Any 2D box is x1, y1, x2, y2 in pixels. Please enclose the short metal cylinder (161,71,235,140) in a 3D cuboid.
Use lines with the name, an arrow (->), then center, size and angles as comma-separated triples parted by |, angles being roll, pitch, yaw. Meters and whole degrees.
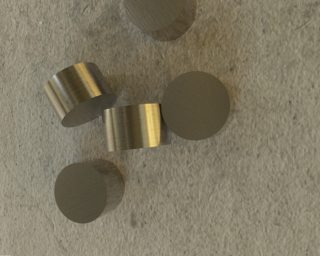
short metal cylinder -> 0.048, -0.026, 0.378 | 0.080, 0.050, 0.079 | 0, 90, 19

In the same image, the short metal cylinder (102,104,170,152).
short metal cylinder -> -0.030, 0.000, 0.390 | 0.080, 0.080, 0.050 | -7, 88, 19

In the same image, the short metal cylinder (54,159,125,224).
short metal cylinder -> -0.096, 0.085, 0.428 | 0.080, 0.050, 0.079 | 0, 90, 19

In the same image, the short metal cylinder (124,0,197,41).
short metal cylinder -> 0.002, -0.157, 0.394 | 0.080, 0.050, 0.079 | 0, 90, 19

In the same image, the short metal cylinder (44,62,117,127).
short metal cylinder -> -0.106, -0.043, 0.416 | 0.080, 0.080, 0.050 | -35, 79, 16
